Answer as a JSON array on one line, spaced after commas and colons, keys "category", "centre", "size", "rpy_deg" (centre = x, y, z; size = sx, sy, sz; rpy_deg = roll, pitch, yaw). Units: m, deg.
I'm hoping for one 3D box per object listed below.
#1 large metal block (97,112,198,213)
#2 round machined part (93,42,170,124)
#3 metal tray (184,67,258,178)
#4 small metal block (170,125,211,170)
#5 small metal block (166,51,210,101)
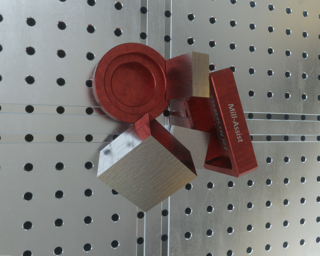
[{"category": "large metal block", "centre": [-0.016, 0.042, 0.370], "size": [0.080, 0.050, 0.080], "rpy_deg": [-38, 118, 16]}, {"category": "round machined part", "centre": [-0.036, -0.054, 0.391], "size": [0.099, 0.042, 0.097], "rpy_deg": [0, 90, -21]}, {"category": "metal tray", "centre": [0.074, -0.006, 0.407], "size": [0.030, 0.090, 0.129], "rpy_deg": [-19, 97, -19]}, {"category": "small metal block", "centre": [0.037, 0.026, 0.422], "size": [0.050, 0.025, 0.050], "rpy_deg": [12, 90, -9]}, {"category": "small metal block", "centre": [0.032, -0.059, 0.368], "size": [0.025, 0.050, 0.050], "rpy_deg": [0, 89, -35]}]
